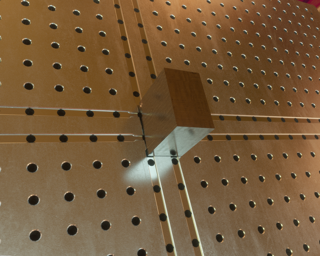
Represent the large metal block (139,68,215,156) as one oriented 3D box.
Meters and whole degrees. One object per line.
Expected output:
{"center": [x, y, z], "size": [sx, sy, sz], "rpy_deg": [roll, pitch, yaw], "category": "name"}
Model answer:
{"center": [0.017, -0.017, 0.393], "size": [0.050, 0.080, 0.080], "rpy_deg": [3, 60, -27], "category": "large metal block"}
